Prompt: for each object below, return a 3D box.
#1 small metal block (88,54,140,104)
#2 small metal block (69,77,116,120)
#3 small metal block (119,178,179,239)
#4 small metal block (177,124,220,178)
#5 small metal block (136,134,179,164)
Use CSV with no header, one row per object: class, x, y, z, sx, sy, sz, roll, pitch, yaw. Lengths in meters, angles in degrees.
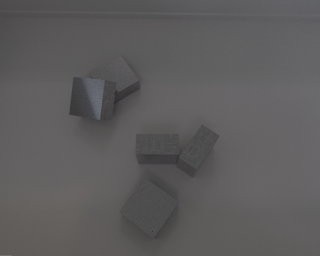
small metal block,-0.063,-0.067,0.433,0.050,0.025,0.050,-33,73,-11
small metal block,-0.088,-0.038,0.405,0.050,0.025,0.050,9,94,26
small metal block,-0.013,0.097,0.374,0.050,0.025,0.050,35,73,11
small metal block,0.046,0.030,0.386,0.025,0.050,0.050,33,73,11
small metal block,-0.003,0.027,0.386,0.050,0.050,0.025,0,70,0
